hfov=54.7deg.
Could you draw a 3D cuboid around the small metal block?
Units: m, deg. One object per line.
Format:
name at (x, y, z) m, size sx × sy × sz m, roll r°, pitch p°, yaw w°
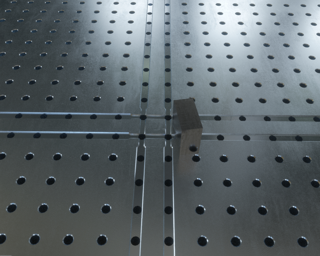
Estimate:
small metal block at (0.033, -0.002, 0.393) m, size 0.025 × 0.050 × 0.050 m, roll -7°, pitch 51°, yaw -6°
